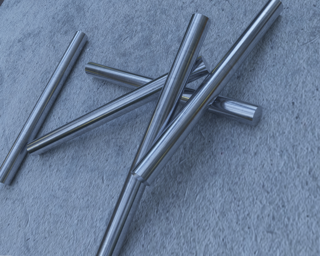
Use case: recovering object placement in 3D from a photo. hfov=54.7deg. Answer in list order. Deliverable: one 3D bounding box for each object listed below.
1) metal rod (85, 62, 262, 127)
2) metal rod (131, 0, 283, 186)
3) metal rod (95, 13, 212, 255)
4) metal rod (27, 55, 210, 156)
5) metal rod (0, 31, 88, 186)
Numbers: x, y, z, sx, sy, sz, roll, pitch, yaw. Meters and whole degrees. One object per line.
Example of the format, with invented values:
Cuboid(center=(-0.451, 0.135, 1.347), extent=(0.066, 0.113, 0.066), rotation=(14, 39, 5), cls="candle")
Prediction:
Cuboid(center=(-0.003, -0.057, 0.440), extent=(0.300, 0.025, 0.025), rotation=(21, 73, 35), cls="metal rod")
Cuboid(center=(0.068, -0.057, 0.373), extent=(0.025, 0.025, 0.301), rotation=(23, 65, 36), cls="metal rod")
Cuboid(center=(-0.006, 0.009, 0.358), extent=(0.025, 0.025, 0.299), rotation=(19, 85, 35), cls="metal rod")
Cuboid(center=(-0.072, -0.023, 0.435), extent=(0.300, 0.025, 0.025), rotation=(-24, 53, 21), cls="metal rod")
Cuboid(center=(-0.198, -0.045, 0.535), extent=(0.025, 0.025, 0.300), rotation=(7, 65, 31), cls="metal rod")
